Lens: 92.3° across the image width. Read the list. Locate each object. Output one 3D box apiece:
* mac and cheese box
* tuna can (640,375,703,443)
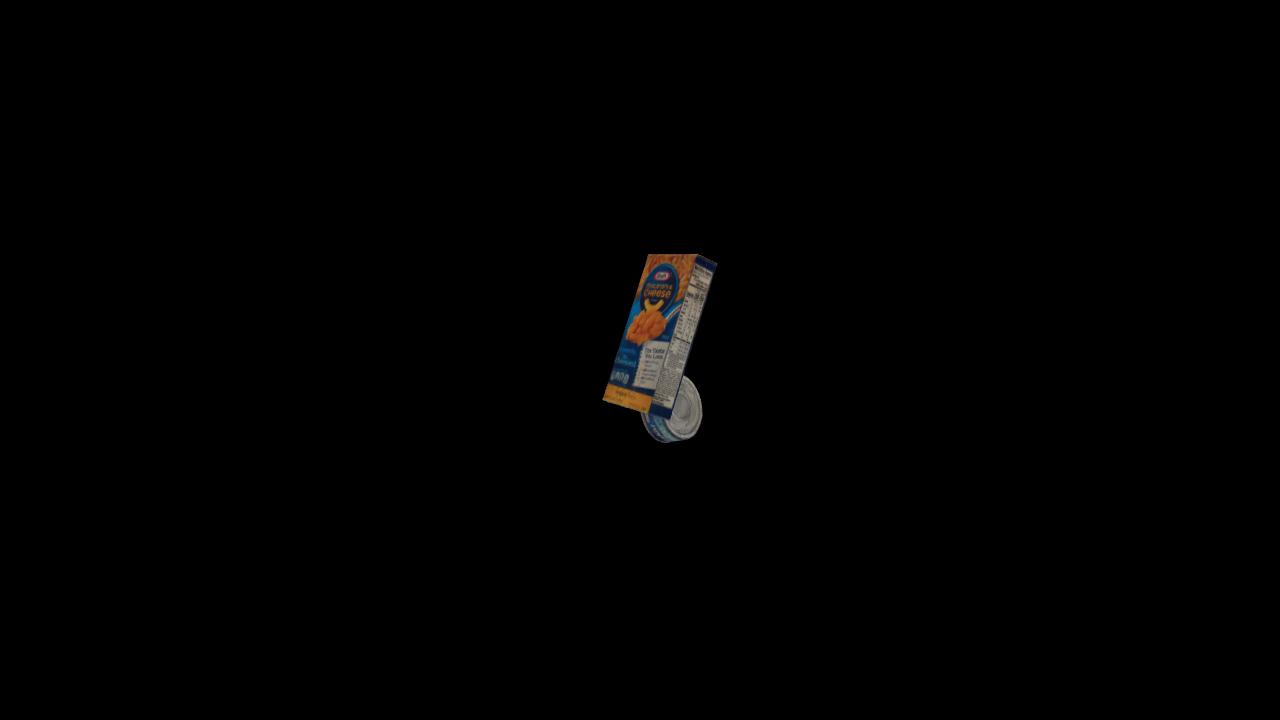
[{"bbox_3d":[0.021,-0.030,0.706,0.041,0.184,0.093,19,-5,-36],"label":"mac and cheese box"},{"bbox_3d":[0.040,0.059,0.758,0.034,0.084,0.084,-14,-9,41],"label":"tuna can"}]
